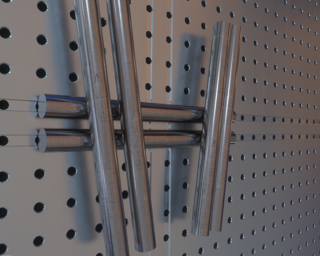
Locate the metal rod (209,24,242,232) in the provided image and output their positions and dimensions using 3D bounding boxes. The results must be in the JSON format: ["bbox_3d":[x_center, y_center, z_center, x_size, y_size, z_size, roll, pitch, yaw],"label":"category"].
[{"bbox_3d":[0.093,-0.004,0.454,0.025,0.025,0.299,12,83,-39],"label":"metal rod"}]

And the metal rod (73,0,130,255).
[{"bbox_3d":[-0.061,-0.006,0.325,0.025,0.025,0.298,-11,97,-39],"label":"metal rod"}]

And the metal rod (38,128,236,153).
[{"bbox_3d":[-0.002,0.015,0.407,0.302,0.025,0.025,1,90,-40],"label":"metal rod"}]

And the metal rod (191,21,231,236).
[{"bbox_3d":[0.073,-0.003,0.437,0.025,0.025,0.299,12,83,-39],"label":"metal rod"}]

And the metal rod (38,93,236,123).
[{"bbox_3d":[-0.002,-0.020,0.407,0.302,0.025,0.025,1,90,-40],"label":"metal rod"}]

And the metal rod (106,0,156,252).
[{"bbox_3d":[-0.032,-0.008,0.349,0.025,0.025,0.298,-10,97,-39],"label":"metal rod"}]
